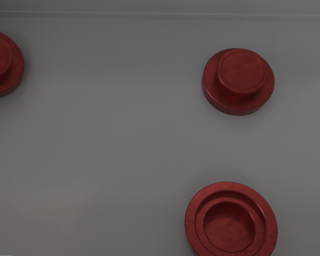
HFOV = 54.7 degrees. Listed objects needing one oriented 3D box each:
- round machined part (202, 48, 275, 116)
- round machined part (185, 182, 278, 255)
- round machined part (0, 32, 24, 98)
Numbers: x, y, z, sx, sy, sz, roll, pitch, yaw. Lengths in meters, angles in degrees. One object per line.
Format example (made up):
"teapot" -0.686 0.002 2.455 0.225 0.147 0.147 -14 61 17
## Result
"round machined part" 0.109 -0.069 0.427 0.099 0.042 0.098 0 70 0
"round machined part" 0.078 0.114 0.351 0.099 0.042 0.098 -2 56 3
"round machined part" -0.234 -0.090 0.411 0.099 0.042 0.098 8 72 -26
